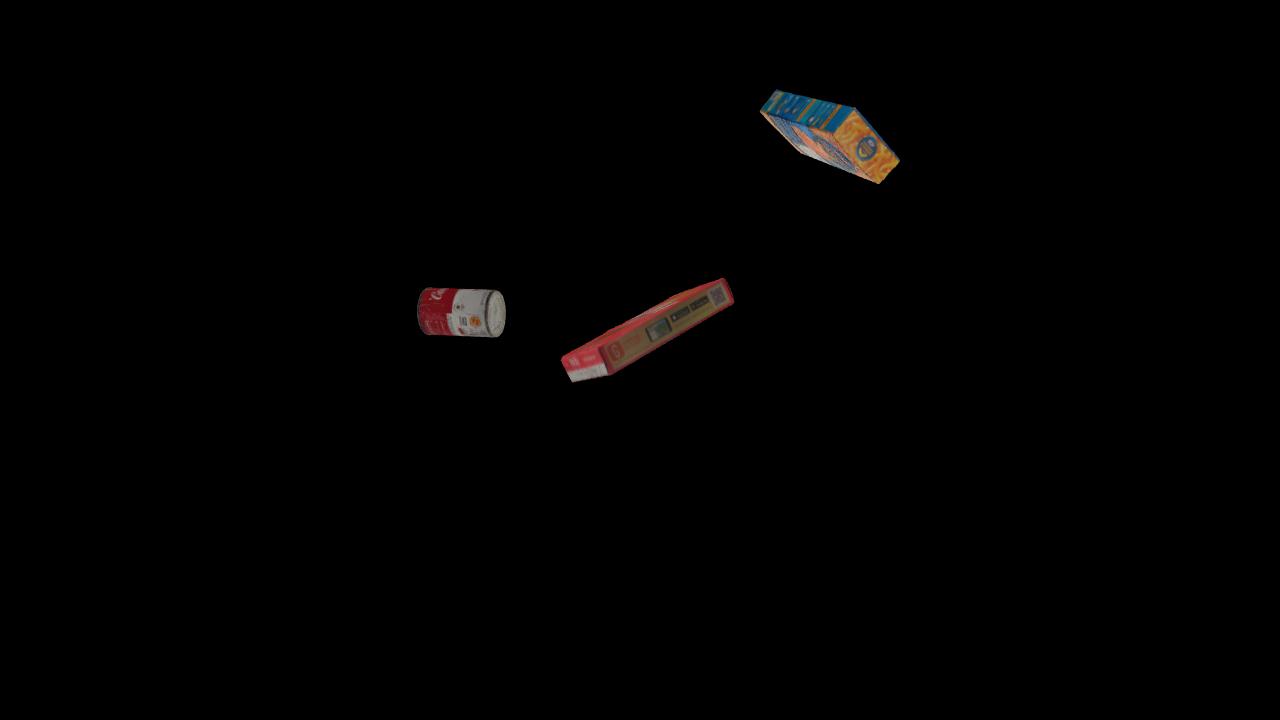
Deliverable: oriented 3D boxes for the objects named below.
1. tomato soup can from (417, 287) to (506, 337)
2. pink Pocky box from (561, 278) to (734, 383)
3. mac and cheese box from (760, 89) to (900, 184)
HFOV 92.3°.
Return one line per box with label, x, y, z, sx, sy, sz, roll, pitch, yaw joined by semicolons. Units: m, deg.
tomato soup can;-0.245;-0.065;0.850;0.101;0.068;0.068;3;0;9
pink Pocky box;0.008;-0.028;0.576;0.155;0.029;0.084;-30;9;-28
mac and cheese box;0.224;-0.275;0.746;0.093;0.041;0.184;33;15;-29
